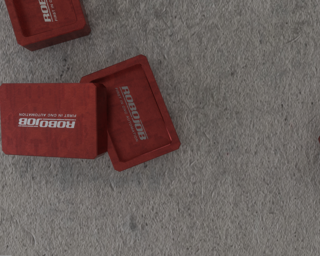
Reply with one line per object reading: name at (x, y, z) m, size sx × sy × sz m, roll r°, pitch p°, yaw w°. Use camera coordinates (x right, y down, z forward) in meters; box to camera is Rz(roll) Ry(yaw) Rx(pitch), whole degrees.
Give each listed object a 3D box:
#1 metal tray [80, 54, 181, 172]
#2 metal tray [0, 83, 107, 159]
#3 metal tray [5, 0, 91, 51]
metal tray at (-0.038, -0.019, 0.406) m, size 0.090 × 0.030 × 0.129 m, roll -22°, pitch 90°, yaw 0°
metal tray at (-0.133, -0.011, 0.387) m, size 0.131 × 0.030 × 0.089 m, roll 2°, pitch 96°, yaw 13°
metal tray at (-0.154, -0.177, 0.405) m, size 0.090 × 0.030 × 0.129 m, roll -17°, pitch 90°, yaw 0°
